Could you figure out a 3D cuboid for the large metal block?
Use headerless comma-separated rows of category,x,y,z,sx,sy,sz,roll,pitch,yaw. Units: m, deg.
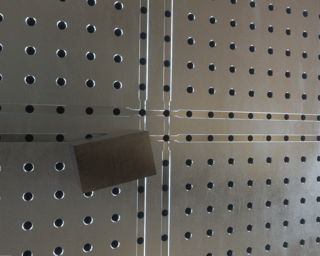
large metal block,-0.059,0.034,0.362,0.081,0.080,0.050,-12,94,-20
